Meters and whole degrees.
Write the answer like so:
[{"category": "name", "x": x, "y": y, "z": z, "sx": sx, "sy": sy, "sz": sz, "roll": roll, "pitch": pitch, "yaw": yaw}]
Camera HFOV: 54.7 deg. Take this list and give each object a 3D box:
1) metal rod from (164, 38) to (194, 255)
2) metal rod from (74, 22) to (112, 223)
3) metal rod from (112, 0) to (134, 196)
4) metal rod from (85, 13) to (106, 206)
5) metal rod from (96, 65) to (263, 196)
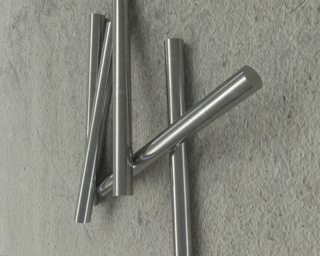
[{"category": "metal rod", "x": 0.024, "y": 0.040, "z": 0.385, "sx": 0.025, "sy": 0.025, "sz": 0.298, "roll": -4, "pitch": 87, "yaw": 40}, {"category": "metal rod", "x": -0.093, "y": -0.007, "z": 0.466, "sx": 0.025, "sy": 0.025, "sz": 0.298, "roll": 11, "pitch": 93, "yaw": 39}, {"category": "metal rod", "x": -0.051, "y": -0.062, "z": 0.415, "sx": 0.025, "sy": 0.025, "sz": 0.299, "roll": -15, "pitch": 71, "yaw": 39}, {"category": "metal rod", "x": -0.104, "y": -0.027, "z": 0.491, "sx": 0.025, "sy": 0.025, "sz": 0.298, "roll": 4, "pitch": 93, "yaw": 40}, {"category": "metal rod", "x": -0.002, "y": 0.024, "z": 0.375, "sx": 0.299, "sy": 0.025, "sz": 0.025, "roll": -39, "pitch": 66, "yaw": 43}]
